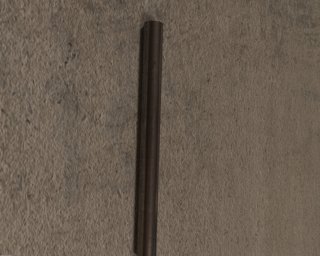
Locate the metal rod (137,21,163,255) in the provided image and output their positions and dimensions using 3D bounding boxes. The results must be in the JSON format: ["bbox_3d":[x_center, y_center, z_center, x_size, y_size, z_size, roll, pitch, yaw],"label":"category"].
[{"bbox_3d":[-0.013,0.015,0.395,0.025,0.025,0.298,3,88,-40],"label":"metal rod"}]
